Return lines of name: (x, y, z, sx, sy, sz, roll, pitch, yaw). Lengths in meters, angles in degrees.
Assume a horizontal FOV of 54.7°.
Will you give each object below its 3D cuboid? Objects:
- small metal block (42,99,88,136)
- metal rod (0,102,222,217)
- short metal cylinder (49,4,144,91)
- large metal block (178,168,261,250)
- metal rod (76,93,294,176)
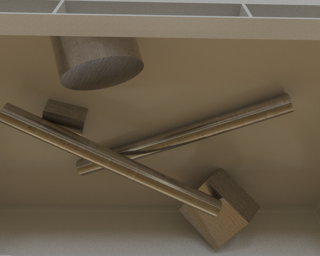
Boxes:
small metal block: (-0.125, -0.005, 0.403, 0.050, 0.025, 0.050, 13, 129, -12)
metal rod: (-0.053, 0.046, 0.397, 0.301, 0.025, 0.025, 26, 125, -13)
short metal cylinder: (-0.061, -0.075, 0.301, 0.080, 0.050, 0.080, -15, 171, -2)
large metal block: (0.089, 0.123, 0.472, 0.080, 0.050, 0.080, 45, 126, 15)
metal rod: (0.022, 0.013, 0.420, 0.301, 0.025, 0.025, -18, 128, 14)
